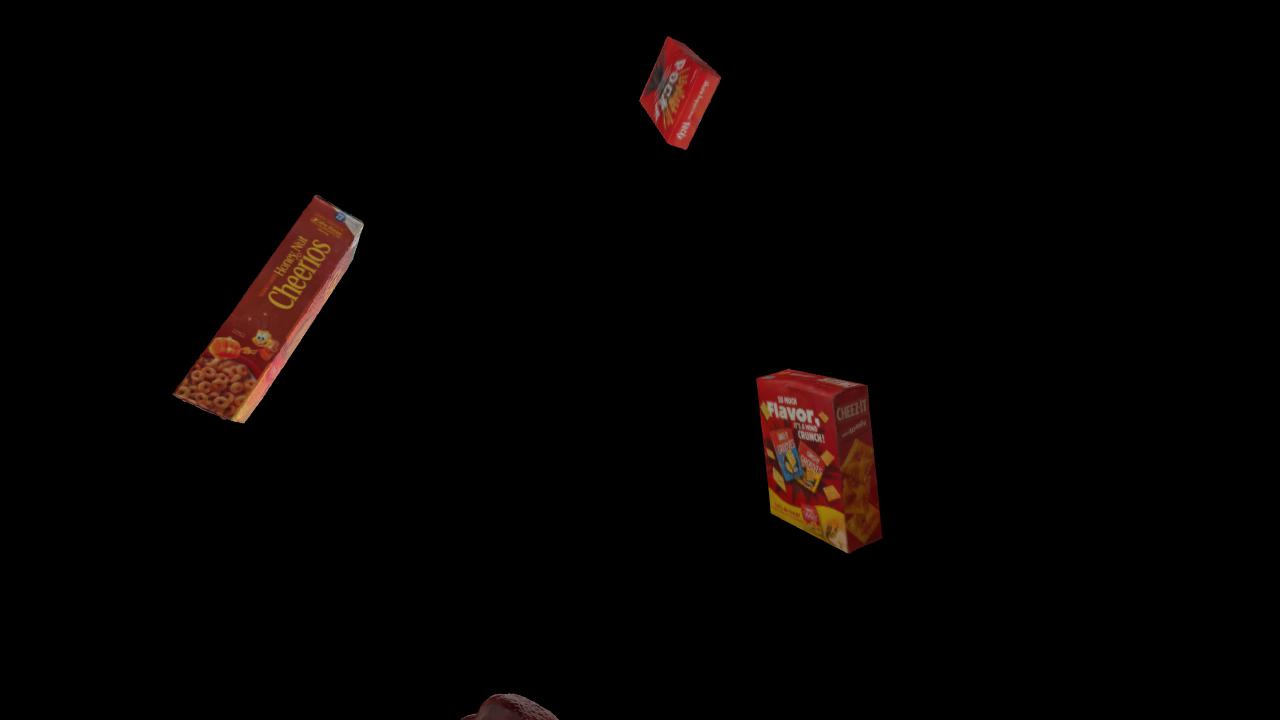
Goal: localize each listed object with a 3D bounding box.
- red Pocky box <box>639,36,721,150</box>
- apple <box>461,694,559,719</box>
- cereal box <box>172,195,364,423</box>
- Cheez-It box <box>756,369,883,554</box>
[{"bbox_3d":[0.041,-0.304,0.693,0.028,0.083,0.155,15,33,-24],"label":"red Pocky box"},{"bbox_3d":[-0.079,0.265,0.394,0.093,0.079,0.079,47,25,26],"label":"apple"},{"bbox_3d":[-0.501,-0.063,0.853,0.081,0.306,0.203,33,-21,-23],"label":"cereal box"},{"bbox_3d":[0.247,0.134,0.867,0.071,0.223,0.166,-15,12,-24],"label":"Cheez-It box"}]
